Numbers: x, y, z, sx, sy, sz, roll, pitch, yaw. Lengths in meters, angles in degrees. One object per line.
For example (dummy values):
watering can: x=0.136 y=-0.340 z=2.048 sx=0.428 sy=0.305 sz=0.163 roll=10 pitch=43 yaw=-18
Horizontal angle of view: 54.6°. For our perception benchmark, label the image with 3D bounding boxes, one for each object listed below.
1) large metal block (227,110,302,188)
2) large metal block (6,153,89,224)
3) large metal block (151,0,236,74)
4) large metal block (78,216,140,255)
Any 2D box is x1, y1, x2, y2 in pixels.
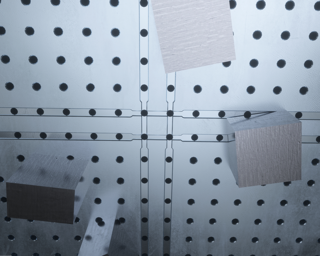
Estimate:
large metal block: x=0.137 y=0.027 z=0.411 sx=0.080 sy=0.050 sz=0.080 roll=-8 pitch=110 yaw=3
large metal block: x=-0.144 y=0.078 z=0.412 sx=0.080 sy=0.080 sz=0.050 roll=7 pitch=110 yaw=-3
large metal block: x=0.038 y=-0.114 z=0.358 sx=0.080 sy=0.050 sz=0.080 roll=-11 pitch=110 yaw=4
large metal block: x=-0.073 y=0.192 z=0.454 sx=0.050 sy=0.080 sz=0.080 roll=-24 pitch=108 yaw=9
